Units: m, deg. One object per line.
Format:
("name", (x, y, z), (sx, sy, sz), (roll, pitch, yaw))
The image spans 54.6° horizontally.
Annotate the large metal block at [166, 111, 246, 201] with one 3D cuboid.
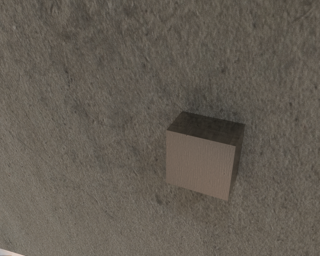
("large metal block", (0.055, 0.033, 0.383), (0.080, 0.050, 0.080), (13, 124, 21))
